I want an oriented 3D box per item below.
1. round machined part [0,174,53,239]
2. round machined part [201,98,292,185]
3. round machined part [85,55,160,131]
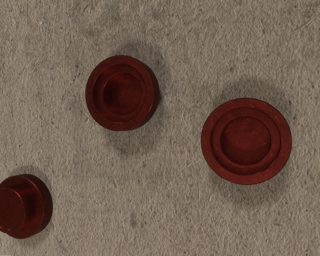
[{"bbox_3d":[-0.219,0.122,0.475,0.098,0.042,0.097,0,90,19],"label":"round machined part"},{"bbox_3d":[0.101,0.015,0.364,0.098,0.042,0.097,0,90,19],"label":"round machined part"},{"bbox_3d":[-0.046,-0.045,0.415,0.098,0.042,0.097,0,90,19],"label":"round machined part"}]
